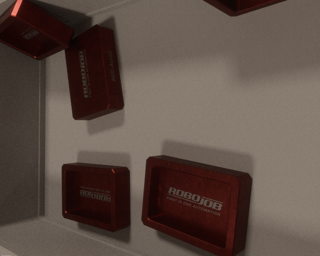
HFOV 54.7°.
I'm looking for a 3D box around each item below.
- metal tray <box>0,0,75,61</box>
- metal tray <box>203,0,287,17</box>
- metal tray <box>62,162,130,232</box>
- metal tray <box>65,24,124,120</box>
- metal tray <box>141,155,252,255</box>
[{"bbox_3d":[-0.211,-0.154,0.505,0.130,0.090,0.030,-1,69,48],"label":"metal tray"},{"bbox_3d":[0.103,-0.144,0.278,0.130,0.091,0.030,-5,87,39],"label":"metal tray"},{"bbox_3d":[-0.104,0.103,0.486,0.130,0.030,0.089,-1,89,39],"label":"metal tray"},{"bbox_3d":[-0.106,-0.084,0.488,0.090,0.030,0.129,-14,81,38],"label":"metal tray"},{"bbox_3d":[0.038,0.087,0.370,0.130,0.030,0.089,8,95,39],"label":"metal tray"}]
